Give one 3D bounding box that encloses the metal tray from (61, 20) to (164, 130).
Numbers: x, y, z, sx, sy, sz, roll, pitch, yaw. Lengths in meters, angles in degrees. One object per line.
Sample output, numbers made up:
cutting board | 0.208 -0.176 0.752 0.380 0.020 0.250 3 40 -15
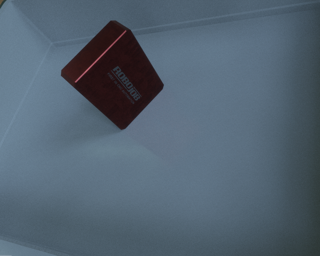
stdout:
metal tray | -0.053 -0.061 0.400 0.090 0.130 0.030 -47 60 -5
